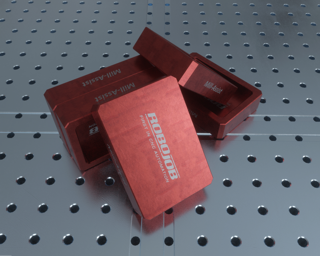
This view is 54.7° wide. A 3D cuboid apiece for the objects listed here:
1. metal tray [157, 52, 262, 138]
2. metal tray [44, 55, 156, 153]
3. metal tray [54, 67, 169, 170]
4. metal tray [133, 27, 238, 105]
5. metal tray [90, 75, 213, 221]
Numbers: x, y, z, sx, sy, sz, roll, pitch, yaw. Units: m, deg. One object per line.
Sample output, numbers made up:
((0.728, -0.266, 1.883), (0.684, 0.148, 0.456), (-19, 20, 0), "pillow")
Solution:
((0.066, -0.052, 0.447), (0.091, 0.030, 0.130), (-36, 59, -27), "metal tray")
((-0.066, -0.029, 0.388), (0.131, 0.089, 0.030), (-26, 55, -21), "metal tray")
((-0.049, -0.011, 0.372), (0.131, 0.089, 0.030), (-26, 55, -21), "metal tray")
((0.037, -0.076, 0.398), (0.090, 0.030, 0.131), (43, 17, 29), "metal tray")
((-0.006, 0.019, 0.331), (0.091, 0.129, 0.030), (-26, 13, -20), "metal tray")
